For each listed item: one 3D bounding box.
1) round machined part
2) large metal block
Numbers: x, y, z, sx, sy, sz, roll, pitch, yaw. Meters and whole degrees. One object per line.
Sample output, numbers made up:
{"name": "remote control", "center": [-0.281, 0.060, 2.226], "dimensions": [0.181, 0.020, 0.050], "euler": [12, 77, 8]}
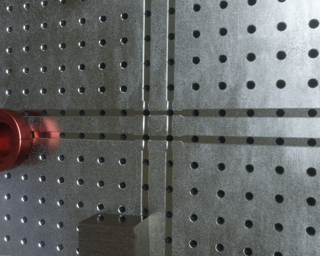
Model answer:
{"name": "round machined part", "center": [-0.243, 0.018, 0.489], "dimensions": [0.098, 0.042, 0.097], "euler": [0, 90, 20]}
{"name": "large metal block", "center": [-0.061, 0.164, 0.421], "dimensions": [0.080, 0.050, 0.080], "euler": [-2, 89, 20]}
